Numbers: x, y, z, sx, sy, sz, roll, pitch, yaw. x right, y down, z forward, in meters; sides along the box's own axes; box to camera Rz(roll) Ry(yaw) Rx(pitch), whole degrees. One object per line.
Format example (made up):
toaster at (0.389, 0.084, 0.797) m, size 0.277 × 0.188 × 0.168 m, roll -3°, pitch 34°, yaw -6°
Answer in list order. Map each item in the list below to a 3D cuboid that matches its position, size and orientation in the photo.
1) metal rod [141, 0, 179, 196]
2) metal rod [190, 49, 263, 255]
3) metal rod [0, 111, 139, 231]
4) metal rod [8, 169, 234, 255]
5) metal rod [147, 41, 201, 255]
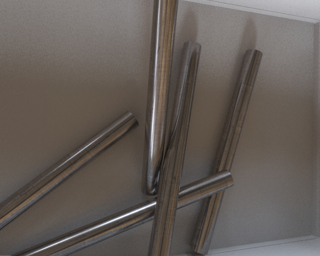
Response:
metal rod at (-0.001, -0.053, 0.347) m, size 0.025 × 0.025 × 0.298 m, roll -5°, pitch 116°, yaw -20°
metal rod at (0.098, 0.029, 0.448) m, size 0.025 × 0.025 × 0.299 m, roll 19°, pitch 83°, yaw -20°
metal rod at (-0.149, 0.076, 0.355) m, size 0.301 × 0.025 × 0.025 m, roll -38°, pitch 103°, yaw -16°
metal rod at (-0.046, 0.115, 0.381) m, size 0.302 × 0.025 × 0.025 m, roll -19°, pitch 97°, yaw -15°
metal rod at (0.019, 0.028, 0.388) m, size 0.025 × 0.025 × 0.299 m, roll 16°, pitch 73°, yaw -20°
